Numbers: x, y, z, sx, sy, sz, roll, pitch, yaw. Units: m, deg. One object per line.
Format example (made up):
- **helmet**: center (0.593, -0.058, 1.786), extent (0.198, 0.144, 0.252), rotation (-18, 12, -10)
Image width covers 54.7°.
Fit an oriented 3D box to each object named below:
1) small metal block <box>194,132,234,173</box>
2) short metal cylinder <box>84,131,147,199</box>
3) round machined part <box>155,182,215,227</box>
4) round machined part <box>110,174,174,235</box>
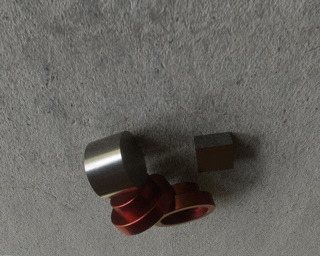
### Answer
- **small metal block**: center (0.076, 0.035, 0.438), extent (0.050, 0.025, 0.050), rotation (-8, 130, 6)
- **short metal cylinder**: center (-0.057, 0.049, 0.412), extent (0.050, 0.080, 0.080), rotation (-18, 128, 14)
- **round machined part**: center (0.033, 0.117, 0.482), extent (0.099, 0.042, 0.098), rotation (-12, 150, -7)
- **round machined part**: center (-0.032, 0.101, 0.447), extent (0.098, 0.098, 0.042), rotation (-28, 111, 22)
